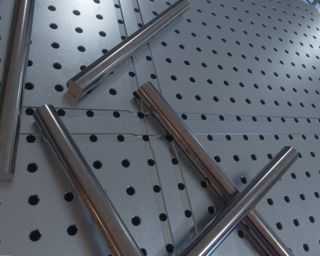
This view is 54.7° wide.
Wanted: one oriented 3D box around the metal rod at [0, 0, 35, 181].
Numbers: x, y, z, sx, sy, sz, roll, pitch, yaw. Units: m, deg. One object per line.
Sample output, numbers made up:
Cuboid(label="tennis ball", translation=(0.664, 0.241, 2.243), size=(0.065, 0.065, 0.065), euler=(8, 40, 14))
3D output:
Cuboid(label="metal rod", translation=(-0.170, -0.084, 0.368), size=(0.025, 0.025, 0.299), euler=(7, 58, -25))

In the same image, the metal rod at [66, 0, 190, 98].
Cuboid(label="metal rod", translation=(-0.031, -0.138, 0.476), size=(0.025, 0.025, 0.301), euler=(41, 51, -1))

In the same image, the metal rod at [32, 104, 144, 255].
Cuboid(label="metal rod", translation=(-0.047, 0.096, 0.301), size=(0.025, 0.025, 0.299), euler=(-22, 66, -36))

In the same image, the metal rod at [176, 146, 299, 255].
Cuboid(label="metal rod", translation=(0.076, 0.109, 0.359), size=(0.302, 0.025, 0.025), euler=(-34, 81, -31))

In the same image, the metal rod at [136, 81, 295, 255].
Cuboid(label="metal rod", translation=(0.071, 0.059, 0.412), size=(0.025, 0.025, 0.300), euler=(-33, 81, -38))
